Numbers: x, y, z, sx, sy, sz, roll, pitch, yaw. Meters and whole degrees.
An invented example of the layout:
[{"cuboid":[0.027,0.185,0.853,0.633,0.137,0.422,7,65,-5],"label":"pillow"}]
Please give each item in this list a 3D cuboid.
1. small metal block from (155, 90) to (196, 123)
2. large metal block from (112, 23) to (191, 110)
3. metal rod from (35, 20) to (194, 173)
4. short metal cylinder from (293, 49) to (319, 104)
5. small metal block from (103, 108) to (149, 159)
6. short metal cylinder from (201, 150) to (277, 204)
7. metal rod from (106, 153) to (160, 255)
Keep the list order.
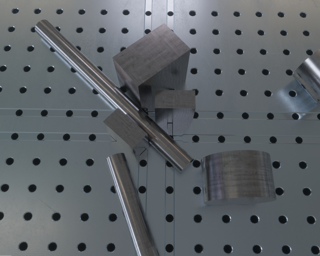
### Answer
[{"cuboid":[0.019,-0.028,0.408,0.050,0.050,0.025,1,70,0],"label":"small metal block"},{"cuboid":[-0.010,-0.077,0.410,0.080,0.080,0.050,-37,74,-12],"label":"large metal block"},{"cuboid":[-0.071,-0.052,0.429,0.025,0.025,0.300,-43,76,-14],"label":"metal rod"},{"cuboid":[0.228,-0.076,0.412,0.080,0.080,0.050,-29,73,-10],"label":"short metal cylinder"},{"cuboid":[-0.042,0.008,0.395,0.050,0.050,0.025,41,75,13],"label":"small metal block"},{"cuboid":[0.090,0.060,0.361,0.081,0.080,0.050,-1,70,-1],"label":"short metal cylinder"},{"cuboid":[-0.005,0.169,0.349,0.025,0.025,0.299,-19,71,-7],"label":"metal rod"}]
